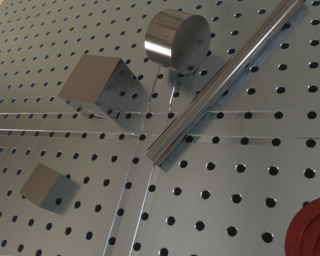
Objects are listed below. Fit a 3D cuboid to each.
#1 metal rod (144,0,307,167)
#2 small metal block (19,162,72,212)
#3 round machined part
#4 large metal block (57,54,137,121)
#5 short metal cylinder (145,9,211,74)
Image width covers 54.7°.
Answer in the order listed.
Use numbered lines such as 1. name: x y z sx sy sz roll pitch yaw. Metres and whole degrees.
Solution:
1. metal rod: 0.089 -0.070 0.403 0.300 0.025 0.025 -48 52 -6
2. small metal block: -0.163 0.083 0.441 0.050 0.025 0.050 18 71 34
3. round machined part: 0.155 0.107 0.250 0.098 0.042 0.098 -13 56 20
4. large metal block: -0.096 -0.064 0.480 0.080 0.050 0.080 13 68 33
5. short metal cylinder: 0.026 -0.121 0.432 0.050 0.080 0.080 29 78 37
